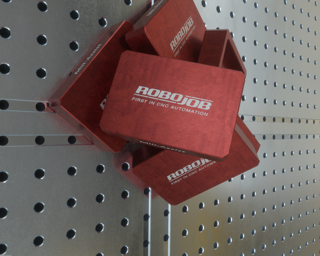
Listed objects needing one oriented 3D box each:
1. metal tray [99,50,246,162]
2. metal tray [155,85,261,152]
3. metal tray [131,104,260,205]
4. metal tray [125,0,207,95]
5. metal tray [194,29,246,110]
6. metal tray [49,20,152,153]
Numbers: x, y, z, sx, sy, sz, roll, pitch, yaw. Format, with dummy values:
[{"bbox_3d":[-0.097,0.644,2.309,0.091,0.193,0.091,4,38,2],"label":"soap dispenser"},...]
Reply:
[{"bbox_3d":[0.013,-0.024,0.321,0.030,0.130,0.090,67,37,-75],"label":"metal tray"},{"bbox_3d":[0.065,-0.003,0.418,0.130,0.090,0.030,46,63,-31],"label":"metal tray"},{"bbox_3d":[0.042,0.038,0.381,0.090,0.130,0.030,46,24,-30],"label":"metal tray"},{"bbox_3d":[0.018,-0.114,0.395,0.090,0.030,0.130,56,44,-29],"label":"metal tray"},{"bbox_3d":[0.090,-0.070,0.448,0.130,0.030,0.090,33,68,-59],"label":"metal tray"},{"bbox_3d":[-0.052,-0.048,0.361,0.090,0.030,0.130,47,62,-31],"label":"metal tray"}]
